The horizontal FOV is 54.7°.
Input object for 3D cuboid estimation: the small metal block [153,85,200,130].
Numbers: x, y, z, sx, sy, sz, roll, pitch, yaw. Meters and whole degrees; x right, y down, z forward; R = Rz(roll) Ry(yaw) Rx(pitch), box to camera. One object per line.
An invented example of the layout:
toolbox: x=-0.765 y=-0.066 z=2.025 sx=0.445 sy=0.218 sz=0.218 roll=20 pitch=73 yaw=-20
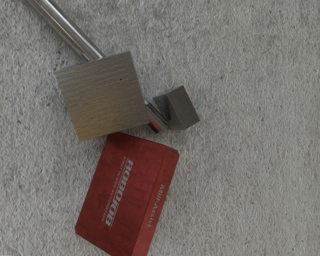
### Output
small metal block: x=0.021 y=-0.025 z=0.404 sx=0.025 sy=0.050 sz=0.050 roll=-30 pitch=100 yaw=-18

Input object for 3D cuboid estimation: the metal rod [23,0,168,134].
metal rod: x=-0.100 y=-0.105 z=0.372 sx=0.300 sy=0.025 sz=0.025 roll=46 pitch=76 yaw=-15

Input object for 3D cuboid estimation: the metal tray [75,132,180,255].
metal tray: x=-0.039 y=0.075 z=0.360 sx=0.030 sy=0.090 sz=0.129 roll=28 pitch=79 yaw=-53

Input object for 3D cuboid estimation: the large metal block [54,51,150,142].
large metal block: x=-0.062 y=-0.039 z=0.354 sx=0.080 sy=0.050 sz=0.080 roll=-15 pitch=106 yaw=0

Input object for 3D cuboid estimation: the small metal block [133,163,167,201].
small metal block: x=-0.019 y=0.068 z=0.390 sx=0.025 sy=0.050 sz=0.050 roll=-22 pitch=98 yaw=-19
